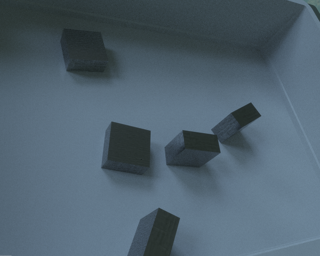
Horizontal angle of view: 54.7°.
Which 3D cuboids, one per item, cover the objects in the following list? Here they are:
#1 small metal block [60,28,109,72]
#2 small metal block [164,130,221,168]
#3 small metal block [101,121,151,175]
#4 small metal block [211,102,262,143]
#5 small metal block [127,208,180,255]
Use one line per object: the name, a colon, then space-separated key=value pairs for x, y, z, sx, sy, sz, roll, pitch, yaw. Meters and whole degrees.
small metal block: x=-0.102 y=-0.103 z=0.415 sx=0.050 sy=0.025 sz=0.050 roll=-4 pitch=64 yaw=-30
small metal block: x=0.040 y=0.028 z=0.396 sx=0.050 sy=0.050 sz=0.025 roll=8 pitch=58 yaw=-24
small metal block: x=-0.040 y=0.025 z=0.370 sx=0.050 sy=0.025 sz=0.050 roll=14 pitch=56 yaw=-21
small metal block: x=0.112 y=-0.008 z=0.457 sx=0.050 sy=0.050 sz=0.025 roll=-25 pitch=76 yaw=-37
small metal block: x=-0.008 y=0.116 z=0.316 sx=0.025 sy=0.050 sz=0.050 roll=29 pitch=52 yaw=-10
